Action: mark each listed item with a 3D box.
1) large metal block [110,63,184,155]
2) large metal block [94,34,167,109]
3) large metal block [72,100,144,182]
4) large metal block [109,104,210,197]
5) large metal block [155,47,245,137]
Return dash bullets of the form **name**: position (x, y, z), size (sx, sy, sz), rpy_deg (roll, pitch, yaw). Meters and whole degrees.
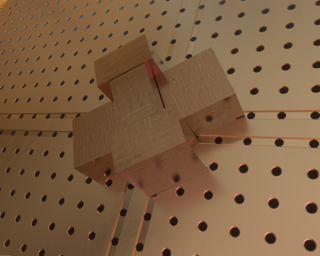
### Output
- **large metal block**: position (-0.016, -0.020, 0.394), size (0.050, 0.080, 0.080), rpy_deg (-26, 53, 13)
- **large metal block**: position (-0.033, -0.070, 0.433), size (0.080, 0.080, 0.050), rpy_deg (-25, 52, 13)
- **large metal block**: position (-0.069, 0.016, 0.421), size (0.080, 0.050, 0.080), rpy_deg (-24, 53, 14)
- **large metal block**: position (0.001, 0.029, 0.355), size (0.080, 0.080, 0.050), rpy_deg (-25, 53, 12)
- **large metal block**: position (0.049, -0.042, 0.392), size (0.080, 0.050, 0.080), rpy_deg (-26, 55, 12)
